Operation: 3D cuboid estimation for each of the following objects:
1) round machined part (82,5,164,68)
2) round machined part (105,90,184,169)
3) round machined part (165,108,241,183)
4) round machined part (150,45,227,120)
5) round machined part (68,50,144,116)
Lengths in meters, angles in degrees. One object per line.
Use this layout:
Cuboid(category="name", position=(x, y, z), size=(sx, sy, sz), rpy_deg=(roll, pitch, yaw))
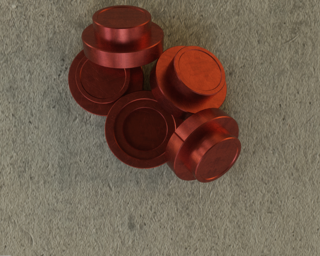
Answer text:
Cuboid(category="round machined part", position=(-0.044, -0.115, 0.373), size=(0.099, 0.098, 0.042), rpy_deg=(1, 132, -1))
Cuboid(category="round machined part", position=(-0.019, 0.002, 0.402), size=(0.099, 0.042, 0.097), rpy_deg=(0, 90, -1))
Cuboid(category="round machined part", position=(0.059, 0.028, 0.376), size=(0.098, 0.098, 0.042), rpy_deg=(-43, 50, 0))
Cuboid(category="round machined part", position=(0.040, -0.061, 0.381), size=(0.099, 0.042, 0.098), rpy_deg=(9, 65, -19))
Cuboid(category="round machined part", position=(-0.070, -0.064, 0.403), size=(0.099, 0.042, 0.097), rpy_deg=(0, 90, -1))
